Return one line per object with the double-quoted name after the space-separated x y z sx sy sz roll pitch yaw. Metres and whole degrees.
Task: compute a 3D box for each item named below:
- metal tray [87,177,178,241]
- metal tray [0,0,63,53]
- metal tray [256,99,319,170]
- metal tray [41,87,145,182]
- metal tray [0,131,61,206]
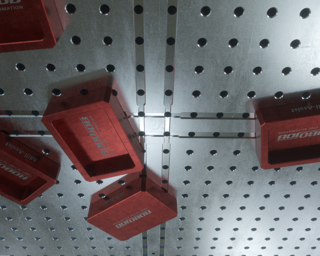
-0.047 0.141 0.528 0.130 0.030 0.090 -32 124 24 "metal tray"
-0.174 -0.120 0.303 0.131 0.030 0.089 -4 130 3 "metal tray"
0.199 0.008 0.417 0.131 0.030 0.090 -9 130 7 "metal tray"
-0.084 0.015 0.419 0.090 0.030 0.129 -14 129 11 "metal tray"
-0.227 0.057 0.453 0.090 0.030 0.130 -36 122 26 "metal tray"
